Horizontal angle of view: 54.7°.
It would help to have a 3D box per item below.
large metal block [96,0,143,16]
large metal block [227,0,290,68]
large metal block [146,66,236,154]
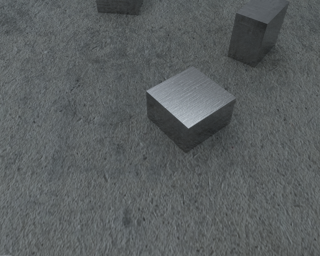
[{"bbox_3d":[-0.077,-0.270,0.613,0.080,0.050,0.080,6,50,5],"label":"large metal block"},{"bbox_3d":[0.158,-0.159,0.502,0.050,0.080,0.080,30,56,23],"label":"large metal block"},{"bbox_3d":[0.039,-0.027,0.409,0.081,0.050,0.080,-32,57,-24],"label":"large metal block"}]
